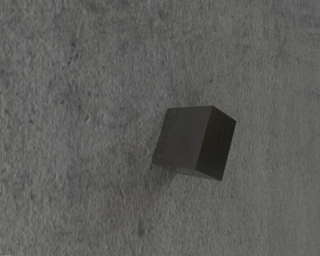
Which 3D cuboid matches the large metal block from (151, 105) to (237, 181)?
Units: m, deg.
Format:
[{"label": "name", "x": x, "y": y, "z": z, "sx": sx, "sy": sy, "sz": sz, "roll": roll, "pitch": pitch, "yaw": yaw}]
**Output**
[{"label": "large metal block", "x": 0.043, "y": 0.019, "z": 0.404, "sx": 0.050, "sy": 0.080, "sz": 0.080, "roll": 28, "pitch": 73, "yaw": -37}]
